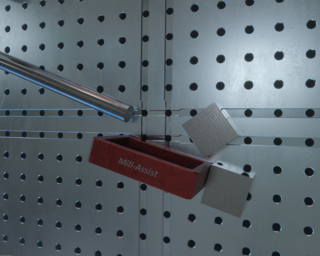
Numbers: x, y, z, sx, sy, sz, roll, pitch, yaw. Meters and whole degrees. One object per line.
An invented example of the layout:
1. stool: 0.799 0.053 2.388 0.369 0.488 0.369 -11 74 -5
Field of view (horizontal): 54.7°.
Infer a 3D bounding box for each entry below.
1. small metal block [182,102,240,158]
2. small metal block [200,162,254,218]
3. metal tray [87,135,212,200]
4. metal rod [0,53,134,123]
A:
1. small metal block: 0.064 0.003 0.390 0.050 0.025 0.050 -36 79 16
2. small metal block: 0.083 0.076 0.383 0.050 0.025 0.050 18 96 18
3. metal tray: -0.009 0.042 0.380 0.130 0.090 0.030 17 96 18
4. metal rod: -0.175 -0.074 0.472 0.301 0.025 0.025 23 98 18
